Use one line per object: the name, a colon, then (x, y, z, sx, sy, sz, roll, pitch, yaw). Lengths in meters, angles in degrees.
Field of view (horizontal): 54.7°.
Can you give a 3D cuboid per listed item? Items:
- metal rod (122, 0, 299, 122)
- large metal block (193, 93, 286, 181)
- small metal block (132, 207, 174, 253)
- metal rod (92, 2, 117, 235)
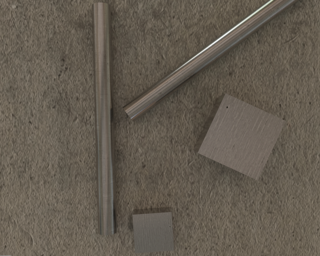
metal rod: (0.079, -0.107, 0.410, 0.301, 0.025, 0.025, -36, 90, -1)
large metal block: (0.099, 0.011, 0.399, 0.080, 0.050, 0.080, 25, 90, -1)
small metal block: (-0.009, 0.134, 0.410, 0.050, 0.025, 0.050, -4, 90, -1)
metal rod: (-0.073, -0.012, 0.408, 0.025, 0.025, 0.298, -2, 90, -1)
